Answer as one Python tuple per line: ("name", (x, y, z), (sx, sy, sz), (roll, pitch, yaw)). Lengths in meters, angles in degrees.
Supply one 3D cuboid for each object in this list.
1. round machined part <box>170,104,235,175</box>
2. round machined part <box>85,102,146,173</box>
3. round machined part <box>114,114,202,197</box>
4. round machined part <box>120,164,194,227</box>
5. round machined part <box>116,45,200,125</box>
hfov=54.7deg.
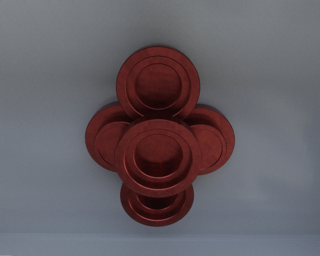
("round machined part", (0.050, 0.020, 0.408), (0.099, 0.042, 0.097), (0, 110, -1))
("round machined part", (-0.049, 0.017, 0.406), (0.099, 0.042, 0.097), (0, 110, -1))
("round machined part", (-0.002, 0.029, 0.366), (0.099, 0.042, 0.097), (0, 110, -1))
("round machined part", (-0.004, 0.085, 0.431), (0.099, 0.042, 0.097), (0, 110, -1))
("round machined part", (-0.002, -0.053, 0.380), (0.099, 0.042, 0.097), (0, 110, -1))
